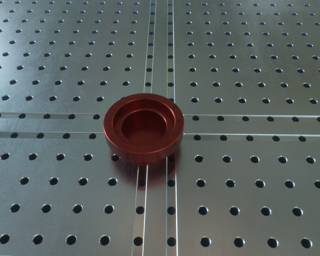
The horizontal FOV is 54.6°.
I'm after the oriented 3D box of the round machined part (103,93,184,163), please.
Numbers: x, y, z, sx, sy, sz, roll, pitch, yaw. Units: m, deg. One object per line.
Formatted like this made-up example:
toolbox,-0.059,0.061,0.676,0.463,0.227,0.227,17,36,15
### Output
round machined part,-0.020,0.004,0.393,0.099,0.042,0.098,0,50,0
